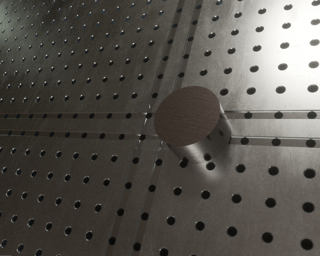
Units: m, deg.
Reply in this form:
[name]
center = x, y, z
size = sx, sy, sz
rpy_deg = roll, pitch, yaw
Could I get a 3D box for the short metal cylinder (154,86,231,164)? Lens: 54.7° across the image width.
[short metal cylinder]
center = 0.040, -0.004, 0.373
size = 0.080, 0.050, 0.080
rpy_deg = -13, 56, 21
